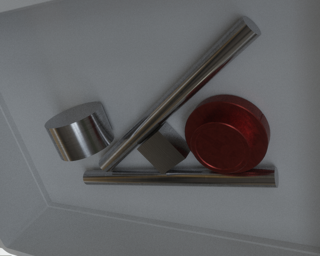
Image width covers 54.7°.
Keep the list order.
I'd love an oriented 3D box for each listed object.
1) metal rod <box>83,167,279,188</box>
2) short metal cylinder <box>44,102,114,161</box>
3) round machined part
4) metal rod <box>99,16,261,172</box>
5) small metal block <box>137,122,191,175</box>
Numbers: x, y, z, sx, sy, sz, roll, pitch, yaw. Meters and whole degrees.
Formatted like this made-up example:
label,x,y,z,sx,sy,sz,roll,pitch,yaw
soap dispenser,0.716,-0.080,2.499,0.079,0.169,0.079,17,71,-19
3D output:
label,x,y,z,sx,sy,sz,roll,pitch,yaw
metal rod,0.010,0.071,0.444,0.300,0.025,0.025,-5,116,30
short metal cylinder,-0.110,0.003,0.430,0.080,0.080,0.050,-5,116,30
round machined part,0.075,0.014,0.362,0.098,0.042,0.097,13,124,20
metal rod,0.002,-0.021,0.391,0.025,0.025,0.299,45,129,-4
small metal block,0.006,0.028,0.419,0.050,0.025,0.050,46,129,-4
